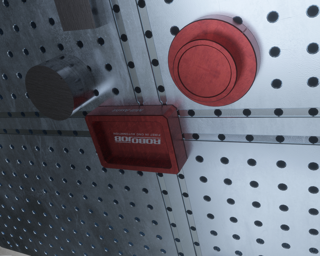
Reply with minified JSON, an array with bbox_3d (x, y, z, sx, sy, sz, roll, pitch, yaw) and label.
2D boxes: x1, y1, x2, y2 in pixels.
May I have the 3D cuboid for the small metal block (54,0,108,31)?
[{"bbox_3d":[-0.096,-0.146,0.372,0.050,0.025,0.050,4,120,26],"label":"small metal block"}]

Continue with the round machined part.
[{"bbox_3d":[0.053,-0.066,0.331,0.098,0.042,0.097,13,124,21],"label":"round machined part"}]

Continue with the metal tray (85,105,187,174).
[{"bbox_3d":[-0.034,0.016,0.435,0.130,0.030,0.089,1,119,27],"label":"metal tray"}]

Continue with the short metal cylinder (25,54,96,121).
[{"bbox_3d":[-0.138,-0.057,0.432,0.080,0.050,0.079,13,124,21],"label":"short metal cylinder"}]
